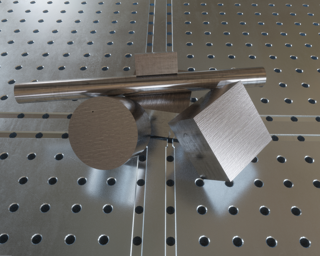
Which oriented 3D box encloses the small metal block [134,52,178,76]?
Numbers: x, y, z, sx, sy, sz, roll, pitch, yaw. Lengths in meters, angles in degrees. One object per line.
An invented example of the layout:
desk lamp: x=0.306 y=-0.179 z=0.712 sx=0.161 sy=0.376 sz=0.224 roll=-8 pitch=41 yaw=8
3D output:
small metal block: x=-0.006 y=-0.083 z=0.392 sx=0.050 sy=0.025 sz=0.050 roll=-5 pitch=15 yaw=-4

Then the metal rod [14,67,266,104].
metal rod: x=-0.020 y=-0.053 z=0.383 sx=0.302 sy=0.025 sz=0.025 roll=-4 pitch=50 yaw=-4

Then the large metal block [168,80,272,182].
large metal block: x=0.070 y=0.004 z=0.356 sx=0.080 sy=0.050 sz=0.080 roll=-38 pitch=103 yaw=-27

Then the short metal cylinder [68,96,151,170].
short metal cylinder: x=-0.056 y=0.004 z=0.356 sx=0.080 sy=0.079 sz=0.050 roll=15 pitch=9 yaw=12

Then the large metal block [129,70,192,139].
large metal block: x=0.001 y=-0.036 z=0.416 sx=0.080 sy=0.050 sz=0.080 roll=8 pitch=51 yaw=7
